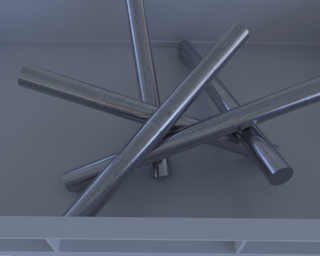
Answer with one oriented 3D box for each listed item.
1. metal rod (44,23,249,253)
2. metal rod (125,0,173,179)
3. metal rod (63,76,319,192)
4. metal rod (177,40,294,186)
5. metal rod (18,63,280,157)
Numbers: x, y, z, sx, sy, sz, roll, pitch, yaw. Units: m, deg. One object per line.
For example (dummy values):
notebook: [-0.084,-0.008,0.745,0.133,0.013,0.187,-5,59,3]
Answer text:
metal rod: [-0.002,-0.003,0.324,0.025,0.025,0.300,34,74,25]
metal rod: [-0.021,-0.085,0.400,0.025,0.025,0.299,-7,74,-7]
metal rod: [0.036,0.008,0.335,0.301,0.025,0.025,-21,51,7]
metal rod: [0.078,-0.045,0.407,0.025,0.025,0.300,-11,40,-10]
metal rod: [-0.002,-0.012,0.353,0.302,0.025,0.025,17,50,-11]
